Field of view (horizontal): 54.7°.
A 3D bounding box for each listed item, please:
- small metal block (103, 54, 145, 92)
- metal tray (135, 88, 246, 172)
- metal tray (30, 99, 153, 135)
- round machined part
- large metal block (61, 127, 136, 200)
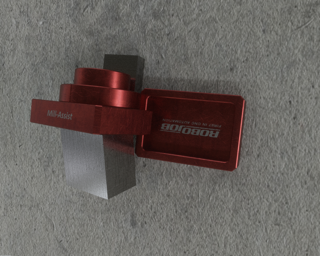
[{"bbox_3d":[-0.051,-0.074,0.428,0.050,0.025,0.050,7,92,19],"label":"small metal block"},{"bbox_3d":[0.037,0.000,0.394,0.130,0.030,0.089,7,92,19],"label":"metal tray"},{"bbox_3d":[-0.086,-0.014,0.387,0.130,0.091,0.030,8,94,38],"label":"metal tray"},{"bbox_3d":[-0.072,-0.048,0.384,0.098,0.098,0.042,7,92,19],"label":"round machined part"},{"bbox_3d":[-0.080,0.038,0.404,0.080,0.050,0.079,7,106,37],"label":"large metal block"}]
